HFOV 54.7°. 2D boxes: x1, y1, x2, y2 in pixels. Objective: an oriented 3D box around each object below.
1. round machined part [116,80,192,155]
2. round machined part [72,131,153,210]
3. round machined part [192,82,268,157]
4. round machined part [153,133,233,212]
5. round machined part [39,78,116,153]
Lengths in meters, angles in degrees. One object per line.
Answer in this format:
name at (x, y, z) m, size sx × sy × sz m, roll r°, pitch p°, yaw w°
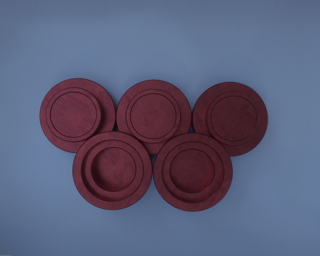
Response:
round machined part at (-0.008, -0.014, 0.400) m, size 0.099 × 0.042 × 0.097 m, roll 0°, pitch 89°, yaw 0°
round machined part at (-0.058, 0.052, 0.401) m, size 0.099 × 0.042 × 0.097 m, roll 0°, pitch 90°, yaw 0°
round machined part at (0.091, -0.011, 0.401) m, size 0.099 × 0.042 × 0.097 m, roll 0°, pitch 89°, yaw 0°
round machined part at (0.040, 0.054, 0.401) m, size 0.099 × 0.042 × 0.097 m, roll 0°, pitch 90°, yaw 0°
round machined part at (-0.106, -0.016, 0.399) m, size 0.099 × 0.042 × 0.097 m, roll 0°, pitch 89°, yaw -1°
